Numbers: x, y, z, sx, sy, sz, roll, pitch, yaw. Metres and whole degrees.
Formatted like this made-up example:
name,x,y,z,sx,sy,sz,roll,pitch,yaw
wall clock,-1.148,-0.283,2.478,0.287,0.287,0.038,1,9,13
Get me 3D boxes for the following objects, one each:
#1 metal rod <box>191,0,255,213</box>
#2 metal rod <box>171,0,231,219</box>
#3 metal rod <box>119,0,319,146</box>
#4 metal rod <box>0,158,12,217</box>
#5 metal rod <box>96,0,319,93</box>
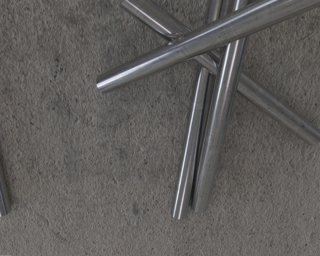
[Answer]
name,x,y,z,sx,sy,sz,roll,pitch,yaw
metal rod,0.069,-0.008,0.369,0.025,0.025,0.298,4,124,-2
metal rod,0.049,-0.012,0.405,0.025,0.025,0.298,7,110,-3
metal rod,0.087,-0.061,0.365,0.301,0.025,0.025,31,107,-20
metal rod,-0.235,-0.017,0.401,0.025,0.025,0.298,-2,110,0
metal rod,0.045,-0.086,0.301,0.300,0.025,0.025,-15,113,37
